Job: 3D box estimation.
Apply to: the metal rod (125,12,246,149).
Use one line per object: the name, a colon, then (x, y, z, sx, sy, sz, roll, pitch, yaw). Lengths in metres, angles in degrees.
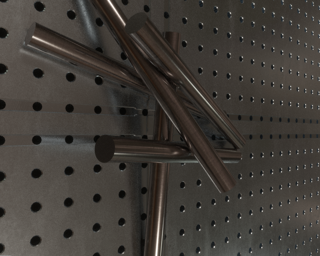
metal rod: (0.054, -0.037, 0.403, 0.301, 0.025, 0.025, 38, 66, -49)

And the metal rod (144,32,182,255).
metal rod: (0.002, 0.033, 0.391, 0.025, 0.025, 0.298, 0, 96, -40)

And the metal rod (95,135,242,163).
metal rod: (0.038, 0.032, 0.396, 0.302, 0.025, 0.025, 9, 84, -54)

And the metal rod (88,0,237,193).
metal rod: (-0.003, -0.051, 0.357, 0.025, 0.025, 0.299, -39, 98, -33)

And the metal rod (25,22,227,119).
metal rod: (-0.015, -0.055, 0.397, 0.302, 0.025, 0.025, 19, 78, -39)
